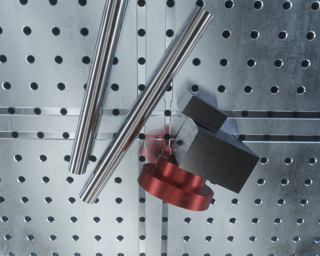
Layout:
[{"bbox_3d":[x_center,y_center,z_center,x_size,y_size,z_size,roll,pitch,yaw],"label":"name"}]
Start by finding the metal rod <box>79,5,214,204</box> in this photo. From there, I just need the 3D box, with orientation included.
[{"bbox_3d":[-0.026,-0.018,0.406,0.025,0.025,0.298,30,107,-11],"label":"metal rod"}]

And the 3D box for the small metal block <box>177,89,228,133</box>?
[{"bbox_3d":[0.052,-0.022,0.391,0.050,0.050,0.025,30,101,-11],"label":"small metal block"}]

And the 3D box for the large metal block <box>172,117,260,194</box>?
[{"bbox_3d":[0.066,0.030,0.393,0.080,0.080,0.050,25,101,-9],"label":"large metal block"}]

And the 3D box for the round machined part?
[{"bbox_3d":[0.024,0.065,0.401,0.099,0.098,0.042,20,95,-8],"label":"round machined part"}]

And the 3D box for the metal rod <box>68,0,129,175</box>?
[{"bbox_3d":[-0.073,-0.075,0.384,0.025,0.025,0.298,16,109,-6],"label":"metal rod"}]
